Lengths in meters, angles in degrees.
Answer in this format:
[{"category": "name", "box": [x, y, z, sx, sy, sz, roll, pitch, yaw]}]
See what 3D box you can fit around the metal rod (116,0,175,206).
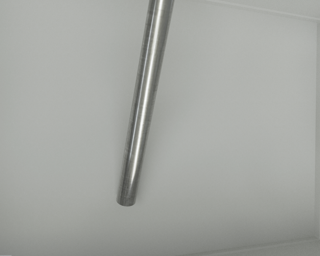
[{"category": "metal rod", "box": [-0.015, -0.043, 0.343, 0.025, 0.025, 0.298, 4, 113, -20]}]
